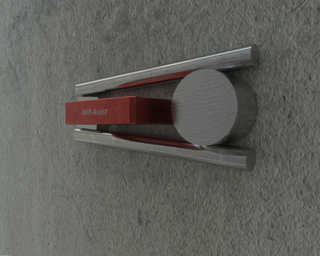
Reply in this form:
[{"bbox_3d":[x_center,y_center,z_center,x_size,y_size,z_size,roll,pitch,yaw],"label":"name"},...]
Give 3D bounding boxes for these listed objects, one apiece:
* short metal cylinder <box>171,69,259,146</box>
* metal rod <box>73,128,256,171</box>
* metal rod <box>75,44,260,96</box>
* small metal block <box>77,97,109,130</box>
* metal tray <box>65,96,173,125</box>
[{"bbox_3d":[0.060,-0.022,0.340,0.080,0.050,0.079,0,90,40],"label":"short metal cylinder"},{"bbox_3d":[-0.019,0.022,0.422,0.300,0.025,0.025,6,94,39],"label":"metal rod"},{"bbox_3d":[-0.015,-0.069,0.419,0.300,0.025,0.025,-3,88,40],"label":"metal rod"},{"bbox_3d":[-0.106,-0.024,0.495,0.050,0.025,0.050,6,94,40],"label":"small metal block"},{"bbox_3d":[-0.049,-0.019,0.403,0.130,0.091,0.030,0,90,40],"label":"metal tray"}]
